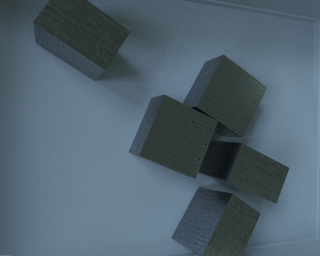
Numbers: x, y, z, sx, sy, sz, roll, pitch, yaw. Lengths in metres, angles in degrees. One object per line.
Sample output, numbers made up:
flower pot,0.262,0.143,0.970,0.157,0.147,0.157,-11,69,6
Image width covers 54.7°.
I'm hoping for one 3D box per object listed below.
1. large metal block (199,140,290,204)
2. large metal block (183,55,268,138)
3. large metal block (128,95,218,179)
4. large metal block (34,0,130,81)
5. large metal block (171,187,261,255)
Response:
large metal block,0.111,0.058,0.424,0.080,0.080,0.050,26,81,-19
large metal block,0.088,-0.042,0.431,0.080,0.050,0.080,32,79,-18
large metal block,0.017,0.012,0.405,0.080,0.050,0.080,25,82,-19
large metal block,-0.090,-0.102,0.348,0.080,0.080,0.050,33,79,-18
large metal block,0.071,0.129,0.405,0.050,0.080,0.080,37,72,-17
